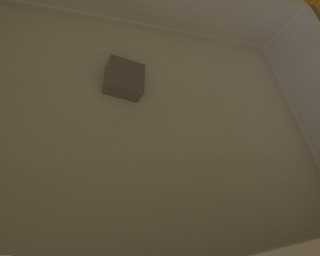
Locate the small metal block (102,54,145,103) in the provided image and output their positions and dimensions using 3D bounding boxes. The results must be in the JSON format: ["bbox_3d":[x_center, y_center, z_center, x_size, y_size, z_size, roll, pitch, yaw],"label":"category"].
[{"bbox_3d":[-0.049,-0.067,0.422,0.050,0.025,0.050,14,56,-21],"label":"small metal block"}]
